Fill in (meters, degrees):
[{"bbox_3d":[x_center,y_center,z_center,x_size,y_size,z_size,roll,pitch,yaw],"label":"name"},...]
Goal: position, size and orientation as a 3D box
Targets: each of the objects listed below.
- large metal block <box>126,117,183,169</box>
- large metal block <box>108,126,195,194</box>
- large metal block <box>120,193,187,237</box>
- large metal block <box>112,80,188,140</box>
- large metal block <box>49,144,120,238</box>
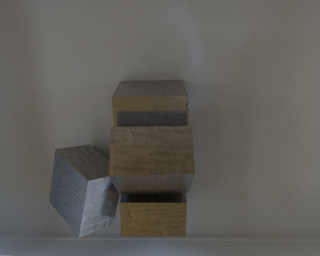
[{"bbox_3d":[-0.010,0.031,0.409,0.081,0.050,0.079,-1,110,0],"label":"large metal block"},{"bbox_3d":[-0.008,0.037,0.334,0.081,0.080,0.050,-1,65,0],"label":"large metal block"},{"bbox_3d":[-0.008,0.099,0.416,0.081,0.080,0.050,0,110,-1],"label":"large metal block"},{"bbox_3d":[-0.010,-0.024,0.370,0.081,0.080,0.050,-1,110,0],"label":"large metal block"},{"bbox_3d":[-0.097,0.077,0.399,0.050,0.080,0.079,-7,119,-44],"label":"large metal block"}]
